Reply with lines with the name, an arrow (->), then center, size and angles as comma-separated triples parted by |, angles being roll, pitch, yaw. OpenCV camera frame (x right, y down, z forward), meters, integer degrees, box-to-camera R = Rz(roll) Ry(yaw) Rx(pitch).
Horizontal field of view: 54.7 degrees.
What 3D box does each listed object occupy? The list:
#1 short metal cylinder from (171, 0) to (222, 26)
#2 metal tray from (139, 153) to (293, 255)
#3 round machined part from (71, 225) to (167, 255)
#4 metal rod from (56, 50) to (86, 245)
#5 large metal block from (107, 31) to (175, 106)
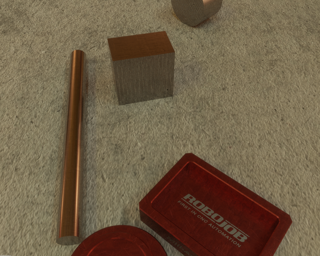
short metal cylinder -> 0.066, -0.235, 0.566 | 0.050, 0.080, 0.080 | -37, 60, -27
metal tray -> 0.054, 0.093, 0.322 | 0.130, 0.030, 0.090 | 32, 57, 24
round machined part -> -0.038, 0.134, 0.279 | 0.099, 0.042, 0.098 | 0, 50, 0
metal rod -> -0.111, -0.002, 0.403 | 0.025, 0.025, 0.300 | -6, 50, -5
large metal block -> -0.026, -0.083, 0.437 | 0.081, 0.080, 0.050 | -11, 51, -9
